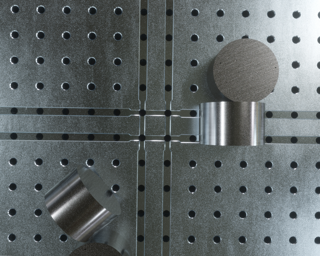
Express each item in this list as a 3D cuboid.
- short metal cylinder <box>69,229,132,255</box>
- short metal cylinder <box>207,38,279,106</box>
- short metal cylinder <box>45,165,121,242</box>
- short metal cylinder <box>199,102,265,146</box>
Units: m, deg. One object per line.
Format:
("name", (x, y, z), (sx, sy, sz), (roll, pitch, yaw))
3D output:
("short metal cylinder", (-0.078, 0.178, 0.400), (0.081, 0.050, 0.079), (0, 90, -1))
("short metal cylinder", (0.105, -0.070, 0.402), (0.081, 0.050, 0.079), (0, 90, -1))
("short metal cylinder", (-0.094, 0.092, 0.385), (0.050, 0.080, 0.080), (-41, 91, 0))
("short metal cylinder", (0.089, -0.005, 0.387), (0.081, 0.080, 0.050), (0, 90, -1))
